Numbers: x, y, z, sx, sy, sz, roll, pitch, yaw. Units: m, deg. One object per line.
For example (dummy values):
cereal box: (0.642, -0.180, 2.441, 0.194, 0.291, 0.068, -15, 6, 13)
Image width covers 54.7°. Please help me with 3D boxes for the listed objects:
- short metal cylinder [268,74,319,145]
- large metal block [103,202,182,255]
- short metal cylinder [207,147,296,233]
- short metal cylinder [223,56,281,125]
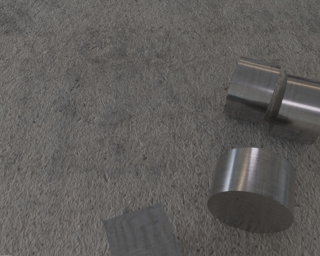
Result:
short metal cylinder: (0.173, -0.023, 0.388, 0.050, 0.080, 0.080, 16, 52, 13)
large metal block: (-0.009, 0.124, 0.263, 0.050, 0.080, 0.080, -15, 52, -12)
short metal cylinder: (0.093, 0.064, 0.314, 0.080, 0.080, 0.050, 14, 52, 11)
short metal cylinder: (0.121, -0.050, 0.410, 0.050, 0.080, 0.080, 18, 52, 15)
